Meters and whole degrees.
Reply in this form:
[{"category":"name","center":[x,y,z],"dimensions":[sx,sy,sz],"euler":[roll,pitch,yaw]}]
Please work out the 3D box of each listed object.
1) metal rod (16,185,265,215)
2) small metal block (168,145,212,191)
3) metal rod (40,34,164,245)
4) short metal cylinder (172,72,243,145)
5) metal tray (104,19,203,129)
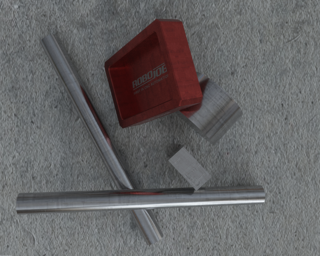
[{"category":"metal rod","center":[-0.015,0.088,0.386],"dimensions":[0.302,0.025,0.025],"euler":[0,90,-10]},{"category":"small metal block","center":[0.036,0.049,0.398],"dimensions":[0.025,0.050,0.050],"euler":[-43,90,0]},{"category":"metal rod","center":[-0.076,0.015,0.409],"dimensions":[0.025,0.025,0.299],"euler":[-28,90,0]},{"category":"short metal cylinder","center":[0.054,-0.024,0.383],"dimensions":[0.080,0.080,0.050],"euler":[43,90,0]},{"category":"metal tray","center":[-0.015,-0.056,0.358],"dimensions":[0.030,0.130,0.090],"euler":[-13,87,-36]}]
